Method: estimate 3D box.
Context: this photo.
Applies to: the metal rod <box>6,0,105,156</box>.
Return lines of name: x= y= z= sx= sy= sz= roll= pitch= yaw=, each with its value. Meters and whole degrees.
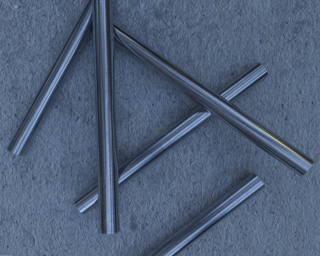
metal rod: x=-0.118 y=-0.100 z=0.408 sx=0.025 sy=0.025 sz=0.299 roll=29 pitch=90 yaw=0

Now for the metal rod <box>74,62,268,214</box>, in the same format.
metal rod: x=0.015 y=0.013 z=0.409 sx=0.301 sy=0.025 sz=0.025 roll=-37 pitch=90 yaw=0

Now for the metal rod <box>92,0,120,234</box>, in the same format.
metal rod: x=-0.067 y=-0.022 z=0.383 sx=0.025 sy=0.025 sz=0.298 roll=-2 pitch=90 yaw=0

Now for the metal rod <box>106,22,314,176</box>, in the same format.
metal rod: x=0.053 y=-0.041 z=0.387 sx=0.300 sy=0.025 sz=0.025 roll=36 pitch=90 yaw=9

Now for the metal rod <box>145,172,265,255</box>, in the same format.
metal rod: x=0.012 y=0.161 z=0.409 sx=0.300 sy=0.025 sz=0.025 roll=-38 pitch=90 yaw=0
